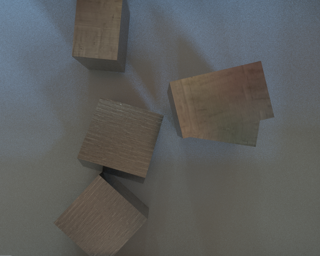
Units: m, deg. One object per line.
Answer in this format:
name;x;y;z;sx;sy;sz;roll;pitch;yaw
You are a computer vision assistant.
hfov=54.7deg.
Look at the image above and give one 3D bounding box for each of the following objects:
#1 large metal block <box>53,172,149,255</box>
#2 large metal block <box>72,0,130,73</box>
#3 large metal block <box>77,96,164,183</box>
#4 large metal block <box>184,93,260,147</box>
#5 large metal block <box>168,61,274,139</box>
large metal block;-0.072;0.112;0.398;0.080;0.050;0.080;43;90;-1
large metal block;-0.069;-0.117;0.383;0.050;0.080;0.079;5;90;0
large metal block;-0.047;0.017;0.387;0.080;0.050;0.080;17;71;-1
large metal block;0.071;-0.010;0.385;0.081;0.080;0.050;9;90;-1
large metal block;0.053;-0.025;0.305;0.080;0.080;0.050;-13;90;0
